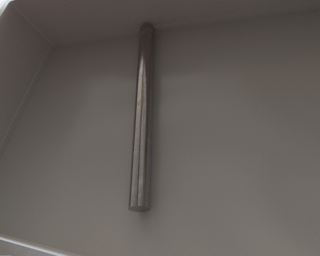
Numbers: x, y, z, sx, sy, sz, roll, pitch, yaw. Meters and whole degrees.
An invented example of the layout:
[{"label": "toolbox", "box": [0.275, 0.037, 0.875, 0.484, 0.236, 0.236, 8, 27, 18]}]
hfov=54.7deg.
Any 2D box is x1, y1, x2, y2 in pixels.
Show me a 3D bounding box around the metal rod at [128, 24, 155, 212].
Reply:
[{"label": "metal rod", "box": [-0.023, -0.034, 0.437, 0.025, 0.025, 0.299, -13, 56, 21]}]
